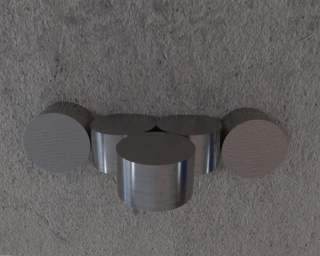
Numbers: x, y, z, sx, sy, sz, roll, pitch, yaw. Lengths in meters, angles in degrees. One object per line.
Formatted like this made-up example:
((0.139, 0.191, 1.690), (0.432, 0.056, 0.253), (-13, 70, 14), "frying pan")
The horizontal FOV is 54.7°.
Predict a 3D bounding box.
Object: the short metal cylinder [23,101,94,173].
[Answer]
((-0.125, 0.011, 0.400), (0.081, 0.050, 0.079), (0, 110, -1), "short metal cylinder")

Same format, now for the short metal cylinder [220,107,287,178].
((0.116, 0.018, 0.405), (0.081, 0.050, 0.079), (0, 111, -1), "short metal cylinder")

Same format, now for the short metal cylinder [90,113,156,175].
((-0.045, 0.017, 0.388), (0.081, 0.080, 0.050), (0, 110, 0), "short metal cylinder")

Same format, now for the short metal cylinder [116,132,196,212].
((-0.004, 0.042, 0.323), (0.081, 0.080, 0.050), (1, 111, -1), "short metal cylinder")

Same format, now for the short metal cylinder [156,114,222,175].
((0.035, 0.018, 0.389), (0.081, 0.080, 0.050), (0, 109, 0), "short metal cylinder")
